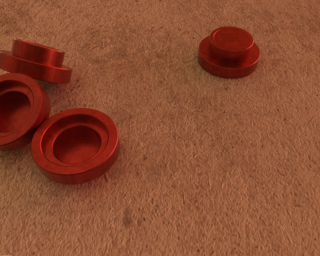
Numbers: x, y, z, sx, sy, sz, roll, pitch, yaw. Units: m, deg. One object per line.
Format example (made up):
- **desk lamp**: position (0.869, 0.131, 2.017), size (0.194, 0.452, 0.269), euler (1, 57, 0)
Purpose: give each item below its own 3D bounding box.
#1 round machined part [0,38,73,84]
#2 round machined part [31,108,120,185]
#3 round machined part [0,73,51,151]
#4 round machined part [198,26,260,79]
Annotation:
- **round machined part**: position (-0.173, -0.097, 0.438), size (0.099, 0.042, 0.098), euler (16, 11, -3)
- **round machined part**: position (-0.097, 0.025, 0.370), size (0.099, 0.042, 0.098), euler (0, 50, 0)
- **round machined part**: position (-0.185, -0.017, 0.392), size (0.098, 0.042, 0.098), euler (-3, 69, 8)
- **round machined part**: position (0.112, -0.128, 0.500), size (0.099, 0.042, 0.098), euler (0, 50, 0)
